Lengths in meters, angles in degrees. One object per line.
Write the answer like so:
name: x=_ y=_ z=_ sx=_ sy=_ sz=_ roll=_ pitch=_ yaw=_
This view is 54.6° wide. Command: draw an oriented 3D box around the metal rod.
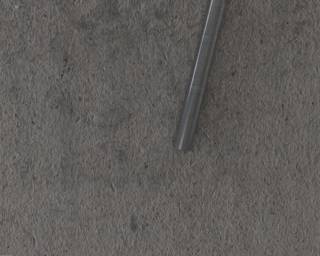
metal rod: x=0.064 y=-0.117 z=0.410 sx=0.025 sy=0.025 sz=0.299 roll=14 pitch=90 yaw=0
